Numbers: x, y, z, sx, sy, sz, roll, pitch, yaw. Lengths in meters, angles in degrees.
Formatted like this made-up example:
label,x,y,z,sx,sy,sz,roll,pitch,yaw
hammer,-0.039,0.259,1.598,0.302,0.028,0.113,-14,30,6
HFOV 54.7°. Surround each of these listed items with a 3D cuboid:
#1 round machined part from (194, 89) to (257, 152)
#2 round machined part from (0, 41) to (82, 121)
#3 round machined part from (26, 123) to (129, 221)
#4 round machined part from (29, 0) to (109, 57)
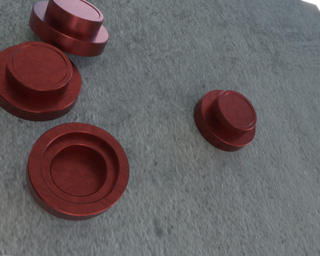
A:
label,x,y,z,sx,sy,sz,roll,pitch,yaw
round machined part,0.104,-0.017,0.462,0.099,0.042,0.098,14,56,-21
round machined part,-0.139,-0.060,0.355,0.099,0.042,0.098,14,56,-21
round machined part,-0.085,0.047,0.320,0.099,0.042,0.098,14,56,-21
round machined part,-0.112,-0.138,0.398,0.099,0.042,0.098,23,33,-16
